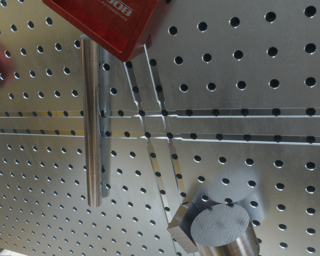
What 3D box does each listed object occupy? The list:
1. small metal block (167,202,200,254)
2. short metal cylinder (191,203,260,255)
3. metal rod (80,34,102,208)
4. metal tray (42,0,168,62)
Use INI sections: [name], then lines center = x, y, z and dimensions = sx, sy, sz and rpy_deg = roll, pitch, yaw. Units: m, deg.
[small metal block]
center = 0.044, 0.149, 0.462
dimensions = 0.025, 0.050, 0.050
rpy_deg = -31, 101, 39
[short metal cylinder]
center = 0.088, 0.148, 0.420
dimensions = 0.080, 0.080, 0.050
rpy_deg = -10, 113, 32
[metal rod]
center = -0.101, 0.009, 0.468
dimensions = 0.025, 0.025, 0.298
rpy_deg = 18, 126, 17
[metal tray]
center = -0.065, -0.148, 0.349
dimensions = 0.130, 0.030, 0.089
rpy_deg = 37, 129, 2
